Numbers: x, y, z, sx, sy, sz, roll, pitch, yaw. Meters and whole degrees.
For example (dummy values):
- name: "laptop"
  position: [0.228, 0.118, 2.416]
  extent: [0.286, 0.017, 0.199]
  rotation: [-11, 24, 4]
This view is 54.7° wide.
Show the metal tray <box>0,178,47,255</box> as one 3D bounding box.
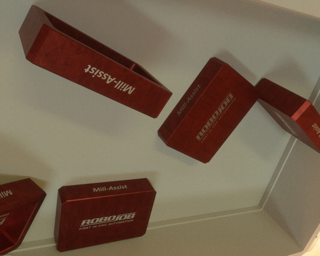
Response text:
- name: "metal tray"
  position: [-0.191, 0.107, 0.322]
  extent: [0.090, 0.030, 0.131]
  rotation: [-60, 162, 14]

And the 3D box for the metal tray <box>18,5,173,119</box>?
- name: "metal tray"
  position: [-0.060, -0.061, 0.295]
  extent: [0.131, 0.090, 0.030]
  rotation: [23, 106, -37]

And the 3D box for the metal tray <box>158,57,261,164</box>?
- name: "metal tray"
  position: [0.069, -0.020, 0.430]
  extent: [0.090, 0.030, 0.130]
  rotation: [28, 103, -38]

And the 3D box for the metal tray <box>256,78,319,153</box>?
- name: "metal tray"
  position: [0.203, -0.016, 0.467]
  extent: [0.130, 0.090, 0.030]
  rotation: [34, 99, -39]

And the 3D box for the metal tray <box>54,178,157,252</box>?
- name: "metal tray"
  position: [-0.077, 0.121, 0.438]
  extent: [0.131, 0.030, 0.089]
  rotation: [-1, 119, -28]
